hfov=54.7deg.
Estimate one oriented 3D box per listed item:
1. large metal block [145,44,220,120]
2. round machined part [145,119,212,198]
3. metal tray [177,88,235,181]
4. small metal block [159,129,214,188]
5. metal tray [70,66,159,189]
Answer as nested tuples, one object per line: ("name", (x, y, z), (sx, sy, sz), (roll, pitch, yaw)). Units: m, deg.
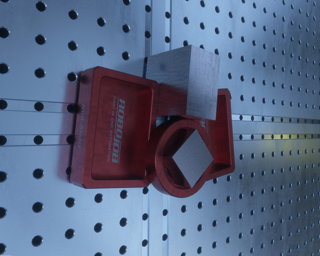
("large metal block", (0.025, -0.052, 0.390), (0.050, 0.080, 0.080), (8, 85, -40))
("round machined part", (0.019, 0.037, 0.397), (0.099, 0.042, 0.097), (0, 90, -40))
("metal tray", (0.068, 0.009, 0.458), (0.091, 0.030, 0.129), (-9, 96, -40))
("small metal block", (0.033, 0.036, 0.377), (0.050, 0.025, 0.050), (-47, 118, -30))
("metal tray", (-0.049, 0.003, 0.359), (0.091, 0.030, 0.129), (8, 85, -40))
